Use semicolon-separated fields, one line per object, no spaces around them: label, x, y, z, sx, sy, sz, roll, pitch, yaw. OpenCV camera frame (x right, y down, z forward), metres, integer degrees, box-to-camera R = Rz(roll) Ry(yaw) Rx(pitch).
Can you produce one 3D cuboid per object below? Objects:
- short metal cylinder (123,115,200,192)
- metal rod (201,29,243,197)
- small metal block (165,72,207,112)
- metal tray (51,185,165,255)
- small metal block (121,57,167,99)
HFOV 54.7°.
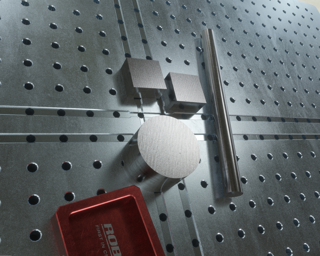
short metal cylinder;0.001;0.031;0.375;0.081;0.050;0.080;14;56;-21
metal rod;0.091;-0.041;0.484;0.025;0.025;0.299;11;57;-23
small metal block;0.036;-0.053;0.462;0.050;0.025;0.050;2;61;-28
metal tray;-0.043;0.130;0.303;0.091;0.030;0.130;-10;67;-33
small metal block;-0.023;-0.070;0.440;0.050;0.025;0.050;0;62;-29
